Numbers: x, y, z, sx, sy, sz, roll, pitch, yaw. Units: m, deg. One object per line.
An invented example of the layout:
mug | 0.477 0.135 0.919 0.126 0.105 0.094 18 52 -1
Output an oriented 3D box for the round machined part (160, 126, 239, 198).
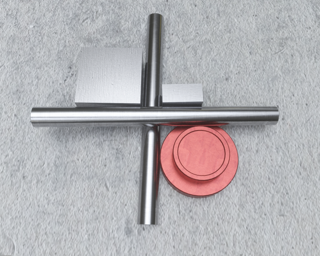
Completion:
round machined part | 0.049 0.036 0.387 0.099 0.042 0.098 0 70 -1

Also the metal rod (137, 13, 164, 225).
metal rod | -0.011 -0.025 0.418 0.025 0.025 0.299 2 70 0

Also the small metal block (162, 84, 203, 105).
small metal block | 0.028 -0.036 0.410 0.050 0.050 0.025 -1 70 -1

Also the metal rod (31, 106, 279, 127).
metal rod | -0.002 -0.015 0.388 0.302 0.025 0.025 -1 70 -5

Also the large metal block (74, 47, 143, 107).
large metal block | -0.064 -0.060 0.416 0.081 0.050 0.080 1 70 0
